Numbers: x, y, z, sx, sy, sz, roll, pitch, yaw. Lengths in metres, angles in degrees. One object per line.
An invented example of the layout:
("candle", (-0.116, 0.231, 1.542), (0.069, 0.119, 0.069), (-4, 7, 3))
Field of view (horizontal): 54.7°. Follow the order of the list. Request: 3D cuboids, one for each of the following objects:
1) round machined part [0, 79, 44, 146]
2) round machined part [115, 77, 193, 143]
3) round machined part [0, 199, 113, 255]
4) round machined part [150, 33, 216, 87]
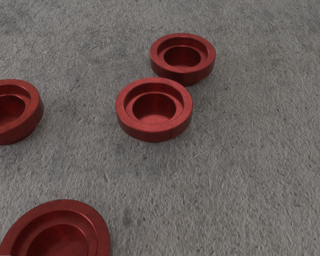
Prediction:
("round machined part", (-0.202, -0.016, 0.404), (0.099, 0.042, 0.098), (0, 50, 0))
("round machined part", (-0.007, -0.019, 0.408), (0.099, 0.042, 0.098), (0, 50, 0))
("round machined part", (-0.094, 0.121, 0.290), (0.099, 0.042, 0.098), (0, 50, 0))
("round machined part", (0.034, -0.101, 0.477), (0.099, 0.042, 0.098), (0, 50, 0))
